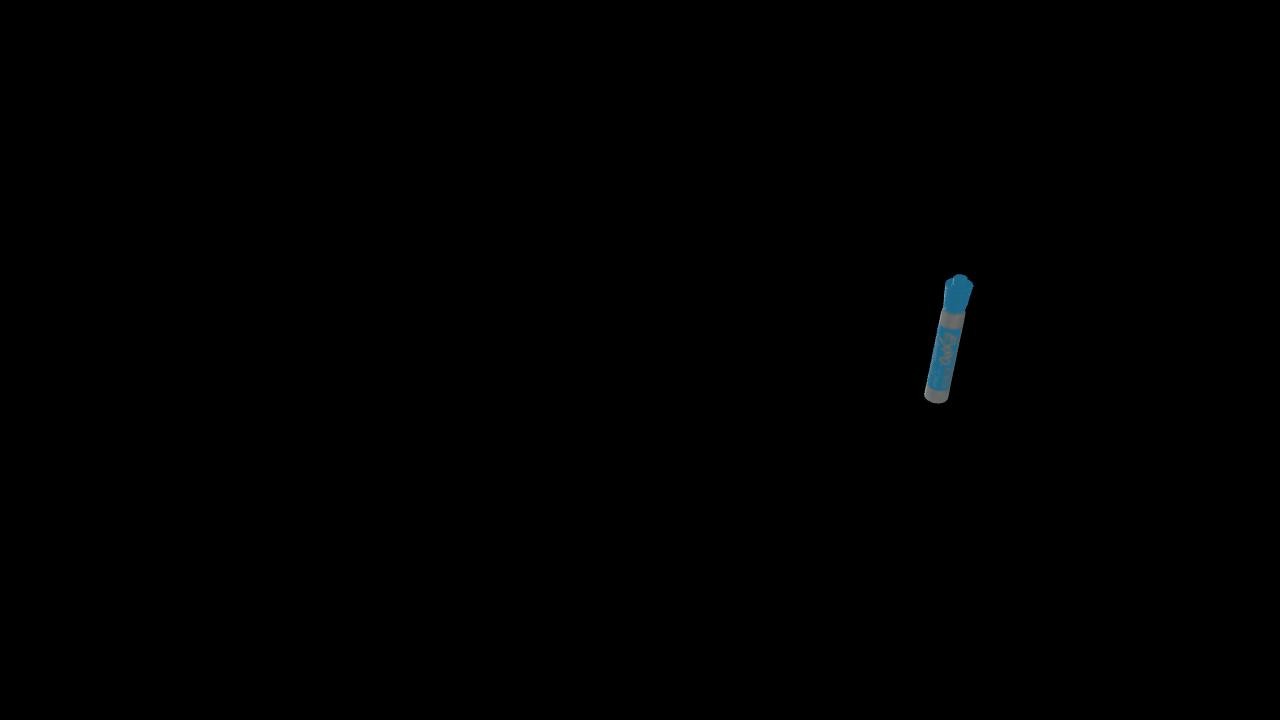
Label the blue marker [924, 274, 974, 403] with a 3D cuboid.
[{"bbox_3d":[0.244,-0.015,0.489,0.020,0.121,0.020,-7,39,5],"label":"blue marker"}]
